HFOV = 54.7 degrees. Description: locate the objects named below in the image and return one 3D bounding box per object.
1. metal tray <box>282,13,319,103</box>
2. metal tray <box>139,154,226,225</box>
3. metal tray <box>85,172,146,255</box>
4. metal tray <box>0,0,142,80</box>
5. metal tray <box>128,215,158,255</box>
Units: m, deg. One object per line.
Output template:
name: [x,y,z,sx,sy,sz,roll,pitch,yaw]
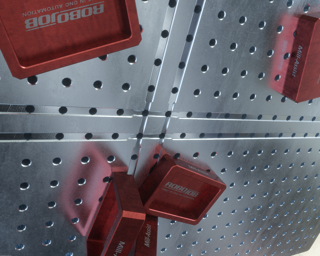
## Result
metal tray: [0.246,-0.109,0.478,0.091,0.030,0.129,-14,125,-21]
metal tray: [0.035,0.102,0.492,0.131,0.030,0.090,26,104,-38]
metal tray: [-0.065,0.136,0.416,0.030,0.090,0.129,16,110,-23]
metal tray: [-0.089,-0.109,0.292,0.131,0.030,0.089,-21,127,-16]
metal tray: [-0.037,0.186,0.440,0.030,0.130,0.089,27,106,-7]
